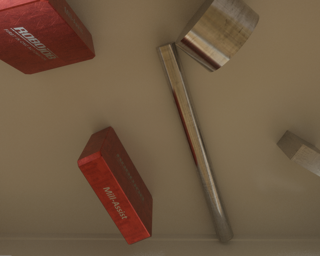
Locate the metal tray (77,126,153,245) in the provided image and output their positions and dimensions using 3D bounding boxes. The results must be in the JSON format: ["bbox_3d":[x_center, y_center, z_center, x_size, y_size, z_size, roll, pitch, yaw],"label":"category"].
[{"bbox_3d":[-0.052,0.072,0.402,0.030,0.090,0.129,-24,109,8],"label":"metal tray"}]

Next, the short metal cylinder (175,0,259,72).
[{"bbox_3d":[0.061,-0.109,0.343,0.050,0.080,0.080,36,106,-13],"label":"short metal cylinder"}]

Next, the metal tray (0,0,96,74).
[{"bbox_3d":[-0.131,-0.099,0.318,0.090,0.130,0.030,-13,80,4],"label":"metal tray"}]

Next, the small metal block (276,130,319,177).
[{"bbox_3d":[0.192,0.033,0.413,0.050,0.050,0.025,28,108,-10],"label":"small metal block"}]

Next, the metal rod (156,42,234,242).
[{"bbox_3d":[0.053,0.032,0.423,0.025,0.025,0.298,-17,110,6],"label":"metal rod"}]
